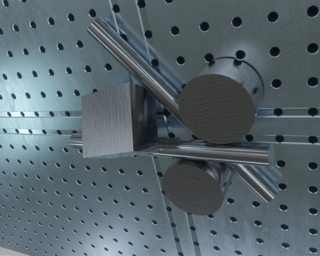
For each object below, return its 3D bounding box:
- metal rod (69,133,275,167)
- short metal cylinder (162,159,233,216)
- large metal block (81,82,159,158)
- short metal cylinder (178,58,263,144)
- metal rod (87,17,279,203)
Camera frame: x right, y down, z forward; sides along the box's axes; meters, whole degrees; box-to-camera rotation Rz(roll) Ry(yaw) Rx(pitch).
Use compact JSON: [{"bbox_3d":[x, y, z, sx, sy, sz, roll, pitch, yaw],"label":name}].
[{"bbox_3d":[-0.009,0.024,0.404,0.300,0.025,0.025,2,120,34],"label":"metal rod"},{"bbox_3d":[0.050,0.067,0.405,0.080,0.050,0.079,13,124,21],"label":"short metal cylinder"},{"bbox_3d":[-0.051,-0.005,0.391,0.080,0.050,0.080,-10,79,33],"label":"large metal block"},{"bbox_3d":[0.067,-0.030,0.337,0.080,0.050,0.079,13,124,21],"label":"short metal cylinder"},{"bbox_3d":[0.030,-0.020,0.379,0.300,0.025,0.025,44,129,-3],"label":"metal rod"}]
